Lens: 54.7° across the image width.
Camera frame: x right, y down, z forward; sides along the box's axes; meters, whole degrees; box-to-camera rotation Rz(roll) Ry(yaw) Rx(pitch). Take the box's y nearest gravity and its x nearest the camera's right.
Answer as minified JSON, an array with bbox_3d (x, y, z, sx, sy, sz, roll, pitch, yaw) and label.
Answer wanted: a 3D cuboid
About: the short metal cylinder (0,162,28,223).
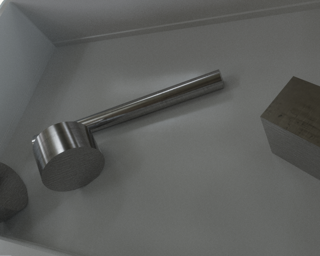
[{"bbox_3d":[-0.235,0.093,0.434,0.050,0.080,0.080,-34,52,5],"label":"short metal cylinder"}]

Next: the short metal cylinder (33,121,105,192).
[{"bbox_3d":[-0.120,0.038,0.408,0.080,0.080,0.050,-38,51,2],"label":"short metal cylinder"}]

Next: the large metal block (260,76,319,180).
[{"bbox_3d":[0.149,0.008,0.288,0.080,0.080,0.050,35,82,38],"label":"large metal block"}]

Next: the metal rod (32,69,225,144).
[{"bbox_3d":[-0.056,-0.021,0.446,0.301,0.025,0.025,-18,55,17],"label":"metal rod"}]
